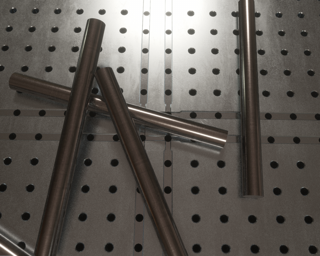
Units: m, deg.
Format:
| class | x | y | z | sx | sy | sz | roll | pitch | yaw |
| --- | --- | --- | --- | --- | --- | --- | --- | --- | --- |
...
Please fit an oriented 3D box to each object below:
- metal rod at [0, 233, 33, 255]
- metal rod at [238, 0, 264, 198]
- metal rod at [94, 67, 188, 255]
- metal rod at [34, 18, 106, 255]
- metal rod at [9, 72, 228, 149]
| class | x | y | z | sx | sy | sz | roll | pitch | yaw |
| --- | --- | --- | --- | --- | --- | --- | --- | --- | --- |
| metal rod | -0.168 | 0.148 | 0.355 | 0.301 | 0.025 | 0.025 | 30 | 73 | 10 |
| metal rod | 0.125 | -0.055 | 0.433 | 0.025 | 0.025 | 0.299 | 4 | 70 | 1 |
| metal rod | -0.017 | 0.061 | 0.372 | 0.025 | 0.025 | 0.299 | -21 | 78 | -8 |
| metal rod | -0.109 | 0.002 | 0.388 | 0.025 | 0.025 | 0.299 | 9 | 78 | 3 |
| metal rod | -0.059 | -0.025 | 0.420 | 0.301 | 0.025 | 0.025 | 16 | 71 | 5 |
